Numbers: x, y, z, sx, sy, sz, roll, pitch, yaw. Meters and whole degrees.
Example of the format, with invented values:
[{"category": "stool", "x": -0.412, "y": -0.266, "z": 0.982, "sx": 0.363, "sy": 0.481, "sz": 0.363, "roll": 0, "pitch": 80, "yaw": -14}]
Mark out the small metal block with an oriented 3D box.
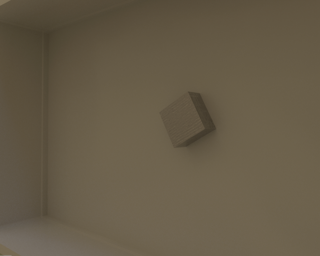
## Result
[{"category": "small metal block", "x": 0.033, "y": -0.009, "z": 0.381, "sx": 0.050, "sy": 0.025, "sz": 0.050, "roll": -35, "pitch": 69, "yaw": 34}]
